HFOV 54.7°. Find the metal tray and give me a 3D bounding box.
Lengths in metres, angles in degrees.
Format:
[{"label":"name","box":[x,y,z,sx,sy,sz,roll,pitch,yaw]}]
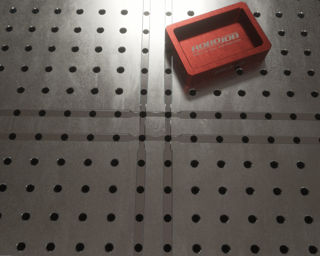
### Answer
[{"label":"metal tray","box":[0.083,-0.125,0.455,0.131,0.030,0.090,-20,72,-8]}]
